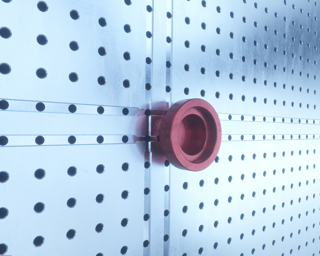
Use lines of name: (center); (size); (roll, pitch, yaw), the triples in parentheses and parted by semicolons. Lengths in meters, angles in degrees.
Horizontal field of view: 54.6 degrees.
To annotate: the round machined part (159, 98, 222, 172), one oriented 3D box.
round machined part: (0.038, 0.009, 0.429); (0.099, 0.042, 0.097); (0, 90, -40)
